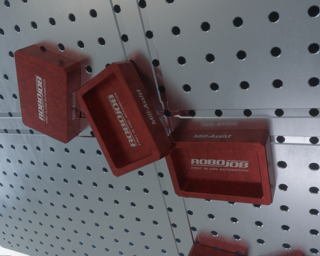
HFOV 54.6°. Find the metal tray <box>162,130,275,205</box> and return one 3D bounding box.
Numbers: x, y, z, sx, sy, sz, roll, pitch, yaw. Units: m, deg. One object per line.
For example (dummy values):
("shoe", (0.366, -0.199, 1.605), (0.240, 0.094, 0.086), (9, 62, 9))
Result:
("metal tray", (0.075, 0.049, 0.399), (0.130, 0.030, 0.090), (-1, 118, 29))

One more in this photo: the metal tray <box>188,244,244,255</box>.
("metal tray", (0.098, 0.258, 0.516), (0.090, 0.030, 0.129), (5, 121, 25))

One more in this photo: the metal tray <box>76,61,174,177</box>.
("metal tray", (-0.049, -0.010, 0.405), (0.090, 0.030, 0.130), (-27, 88, 37))

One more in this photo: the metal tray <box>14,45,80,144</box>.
("metal tray", (-0.167, -0.048, 0.468), (0.090, 0.030, 0.129), (22, 127, 15))
